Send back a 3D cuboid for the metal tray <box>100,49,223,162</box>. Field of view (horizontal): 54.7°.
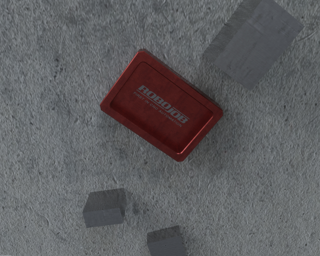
[{"bbox_3d":[0.002,-0.027,0.396,0.130,0.030,0.090,35,106,-12],"label":"metal tray"}]

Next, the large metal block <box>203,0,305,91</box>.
[{"bbox_3d":[0.098,-0.096,0.346,0.050,0.080,0.080,34,107,-12],"label":"large metal block"}]

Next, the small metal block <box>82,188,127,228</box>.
[{"bbox_3d":[-0.076,0.112,0.437,0.050,0.050,0.025,-8,110,3],"label":"small metal block"}]

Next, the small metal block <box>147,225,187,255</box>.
[{"bbox_3d":[0.012,0.183,0.477,0.050,0.025,0.050,-16,110,5],"label":"small metal block"}]
